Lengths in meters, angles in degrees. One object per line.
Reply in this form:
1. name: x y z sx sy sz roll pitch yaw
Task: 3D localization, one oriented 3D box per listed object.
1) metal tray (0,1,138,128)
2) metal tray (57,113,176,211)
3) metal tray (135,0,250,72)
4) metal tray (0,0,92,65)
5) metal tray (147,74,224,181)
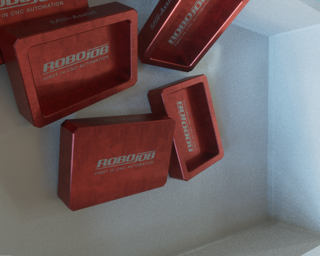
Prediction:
1. metal tray: -0.080 -0.066 0.310 0.131 0.030 0.089 -31 140 -36
2. metal tray: -0.045 0.033 0.351 0.131 0.030 0.089 -7 112 -40
3. metal tray: 0.037 -0.129 0.376 0.091 0.129 0.030 2 51 -40
4. metal tray: -0.130 -0.113 0.279 0.131 0.030 0.089 -32 127 -36
5. metal tray: 0.040 -0.002 0.439 0.091 0.030 0.129 -25 106 -37
